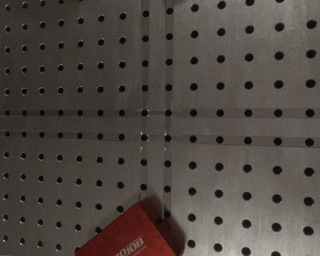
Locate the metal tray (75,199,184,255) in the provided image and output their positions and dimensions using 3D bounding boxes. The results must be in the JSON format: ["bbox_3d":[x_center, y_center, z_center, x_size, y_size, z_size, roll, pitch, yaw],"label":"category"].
[{"bbox_3d":[-0.044,0.171,0.424,0.130,0.030,0.090,-41,78,15],"label":"metal tray"}]
